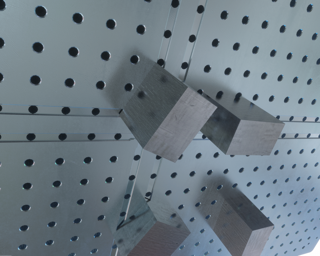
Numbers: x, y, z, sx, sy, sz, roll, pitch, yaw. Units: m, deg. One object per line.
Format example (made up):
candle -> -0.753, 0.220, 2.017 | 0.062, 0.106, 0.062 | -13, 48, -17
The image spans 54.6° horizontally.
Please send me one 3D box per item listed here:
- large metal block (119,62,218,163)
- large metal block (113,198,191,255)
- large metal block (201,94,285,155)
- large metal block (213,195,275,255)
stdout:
large metal block -> 0.006, -0.020, 0.366 | 0.050, 0.080, 0.080 | 28, 103, -38
large metal block -> -0.013, 0.168, 0.491 | 0.080, 0.050, 0.080 | 33, 100, -38
large metal block -> 0.107, -0.005, 0.430 | 0.081, 0.080, 0.050 | 4, 117, -30
large metal block -> 0.151, 0.185, 0.571 | 0.050, 0.080, 0.079 | -2, 120, -27
